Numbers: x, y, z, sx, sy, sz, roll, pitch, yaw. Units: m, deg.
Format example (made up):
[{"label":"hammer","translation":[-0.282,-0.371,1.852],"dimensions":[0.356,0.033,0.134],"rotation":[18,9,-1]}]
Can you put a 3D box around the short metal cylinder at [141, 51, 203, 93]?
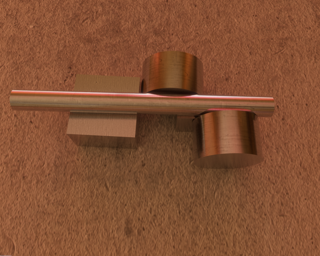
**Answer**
[{"label":"short metal cylinder","translation":[0.016,-0.056,0.402],"dimensions":[0.081,0.080,0.050],"rotation":[2,70,0]}]

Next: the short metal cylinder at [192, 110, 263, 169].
[{"label":"short metal cylinder","translation":[0.080,0.017,0.374],"dimensions":[0.081,0.080,0.050],"rotation":[0,70,-1]}]

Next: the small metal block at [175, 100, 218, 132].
[{"label":"small metal block","translation":[0.046,-0.015,0.401],"dimensions":[0.050,0.050,0.025],"rotation":[1,70,0]}]

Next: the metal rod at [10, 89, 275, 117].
[{"label":"metal rod","translation":[-0.019,-0.029,0.365],"dimensions":[0.302,0.025,0.025],"rotation":[1,70,-1]}]

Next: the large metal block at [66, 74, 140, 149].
[{"label":"large metal block","translation":[-0.067,-0.020,0.399],"dimensions":[0.081,0.050,0.080],"rotation":[3,70,1]}]
